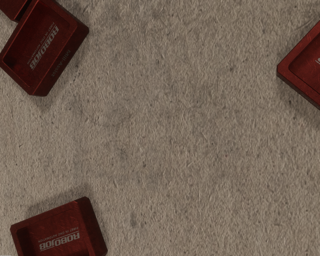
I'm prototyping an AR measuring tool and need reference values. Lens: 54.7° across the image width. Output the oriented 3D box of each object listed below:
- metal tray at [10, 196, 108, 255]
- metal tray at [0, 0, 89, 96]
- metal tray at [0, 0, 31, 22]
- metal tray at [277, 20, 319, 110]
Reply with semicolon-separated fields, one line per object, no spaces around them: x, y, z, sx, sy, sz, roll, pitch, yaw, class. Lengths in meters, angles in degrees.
-0.151;0.165;0.457;0.130;0.030;0.090;-24;82;18;metal tray
-0.179;-0.124;0.467;0.090;0.030;0.130;41;102;15;metal tray
-0.207;-0.238;0.478;0.090;0.030;0.130;45;103;14;metal tray
0.206;-0.055;0.333;0.130;0.030;0.090;44;103;14;metal tray
